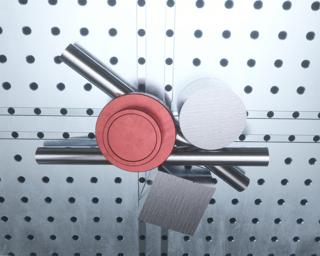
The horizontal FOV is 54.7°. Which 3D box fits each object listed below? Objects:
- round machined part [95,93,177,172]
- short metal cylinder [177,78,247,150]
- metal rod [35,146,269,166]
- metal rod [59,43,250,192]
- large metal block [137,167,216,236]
[{"bbox_3d":[-0.030,0.007,0.371,0.099,0.042,0.097,1,102,5],"label":"round machined part"},{"bbox_3d":[0.063,-0.019,0.393,0.081,0.050,0.079,0,110,-1],"label":"short metal cylinder"},{"bbox_3d":[-0.015,0.037,0.407,0.302,0.025,0.025,0,110,7],"label":"metal rod"},{"bbox_3d":[0.002,-0.006,0.411,0.301,0.025,0.025,37,106,-13],"label":"metal rod"},{"bbox_3d":[0.021,0.093,0.432,0.080,0.050,0.079,19,109,-7],"label":"large metal block"}]
